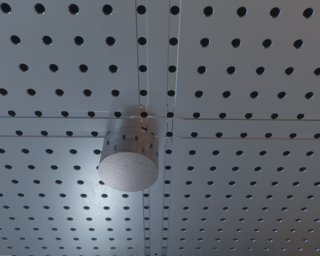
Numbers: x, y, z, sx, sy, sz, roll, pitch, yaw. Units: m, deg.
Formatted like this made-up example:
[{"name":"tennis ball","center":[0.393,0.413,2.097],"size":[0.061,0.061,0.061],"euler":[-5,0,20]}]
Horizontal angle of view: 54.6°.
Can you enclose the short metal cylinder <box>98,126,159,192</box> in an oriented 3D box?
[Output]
[{"name":"short metal cylinder","center":[-0.042,0.044,0.432],"size":[0.080,0.050,0.080],"euler":[0,130,0]}]
